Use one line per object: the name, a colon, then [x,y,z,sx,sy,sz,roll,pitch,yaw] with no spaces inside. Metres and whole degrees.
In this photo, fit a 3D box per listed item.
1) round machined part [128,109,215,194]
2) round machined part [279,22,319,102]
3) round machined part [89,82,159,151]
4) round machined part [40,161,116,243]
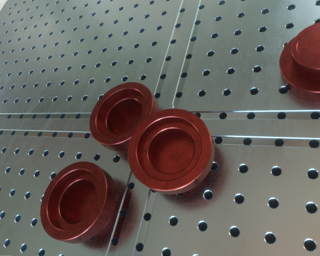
round machined part: [0.016,0.030,0.365,0.098,0.042,0.098,-7,65,16]
round machined part: [0.186,-0.081,0.349,0.098,0.042,0.098,-13,56,21]
round machined part: [-0.045,-0.012,0.429,0.098,0.042,0.098,-14,56,21]
round machined part: [-0.097,0.095,0.391,0.098,0.042,0.098,-13,56,21]
